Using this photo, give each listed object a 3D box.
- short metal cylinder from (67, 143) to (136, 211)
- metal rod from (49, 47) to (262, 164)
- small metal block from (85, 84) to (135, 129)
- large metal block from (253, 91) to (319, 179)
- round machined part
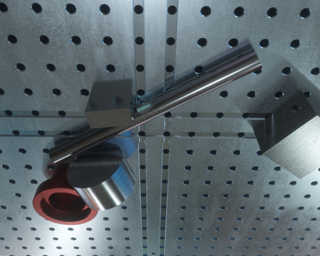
[{"bbox_3d":[-0.081,0.066,0.431,0.080,0.080,0.050,-14,129,11],"label":"short metal cylinder"},{"bbox_3d":[-0.020,-0.020,0.394,0.300,0.025,0.025,-25,126,19],"label":"metal rod"},{"bbox_3d":[-0.058,-0.027,0.372,0.050,0.050,0.025,-5,130,3],"label":"small metal block"},{"bbox_3d":[0.186,0.012,0.408,0.080,0.050,0.080,31,123,-24],"label":"large metal block"},{"bbox_3d":[-0.145,0.109,0.491,0.099,0.042,0.097,-1,130,0],"label":"round machined part"}]
